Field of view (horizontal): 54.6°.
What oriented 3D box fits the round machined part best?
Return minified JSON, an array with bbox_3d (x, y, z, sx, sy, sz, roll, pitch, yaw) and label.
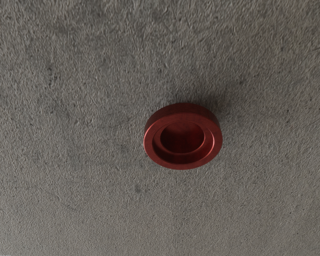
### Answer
[{"bbox_3d":[0.029,0.006,0.401,0.099,0.042,0.097,0,130,0],"label":"round machined part"}]
